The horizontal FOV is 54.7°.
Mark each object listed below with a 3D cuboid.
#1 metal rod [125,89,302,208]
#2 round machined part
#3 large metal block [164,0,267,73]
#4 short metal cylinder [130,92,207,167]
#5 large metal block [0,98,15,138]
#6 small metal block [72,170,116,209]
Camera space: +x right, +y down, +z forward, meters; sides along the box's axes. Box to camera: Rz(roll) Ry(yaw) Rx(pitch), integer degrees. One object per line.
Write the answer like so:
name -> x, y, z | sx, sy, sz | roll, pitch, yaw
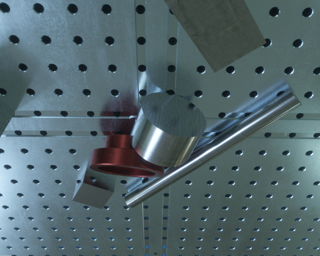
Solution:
metal rod -> 0.059, 0.041, 0.446 | 0.299, 0.025, 0.025 | -36, 122, 26
round machined part -> -0.042, 0.037, 0.413 | 0.099, 0.042, 0.098 | 5, 163, 2
large metal block -> 0.046, -0.111, 0.281 | 0.050, 0.080, 0.080 | -29, 125, 22
short metal cylinder -> 0.009, 0.001, 0.376 | 0.081, 0.080, 0.050 | 14, 128, -12
large metal block -> -0.232, -0.012, 0.363 | 0.050, 0.080, 0.080 | -24, 126, 19
small metal block -> -0.105, 0.099, 0.495 | 0.050, 0.025, 0.050 | 22, 127, -18
